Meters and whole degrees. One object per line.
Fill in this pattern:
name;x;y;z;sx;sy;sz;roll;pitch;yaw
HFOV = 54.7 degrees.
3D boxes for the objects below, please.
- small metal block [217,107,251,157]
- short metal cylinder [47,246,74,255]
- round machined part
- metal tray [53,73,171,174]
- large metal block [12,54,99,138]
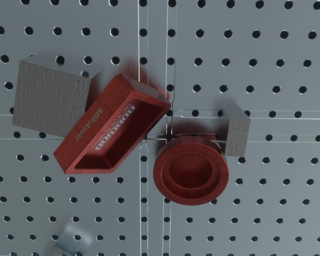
small metal block;0.094;0.004;0.402;0.025;0.050;0.050;4;110;-2
short metal cylinder;-0.158;0.228;0.467;0.050;0.080;0.080;36;106;-12
round machined part;0.042;0.054;0.420;0.099;0.042;0.097;2;115;4
metal tray;-0.056;0.002;0.379;0.130;0.090;0.030;-48;63;15
large metal block;-0.128;-0.038;0.385;0.080;0.050;0.079;15;109;-6
